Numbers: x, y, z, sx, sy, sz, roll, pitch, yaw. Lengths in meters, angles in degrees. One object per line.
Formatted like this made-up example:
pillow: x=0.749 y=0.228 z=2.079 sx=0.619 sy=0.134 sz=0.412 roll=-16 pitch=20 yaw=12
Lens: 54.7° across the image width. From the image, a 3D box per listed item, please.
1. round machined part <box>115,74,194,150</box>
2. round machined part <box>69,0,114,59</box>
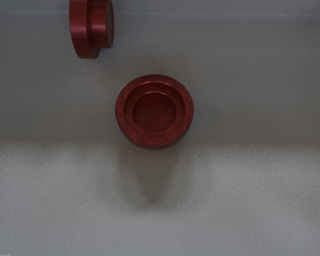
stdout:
round machined part: x=-0.007 y=-0.018 z=0.407 sx=0.099 sy=0.042 sz=0.098 roll=0 pitch=70 yaw=0
round machined part: x=-0.088 y=-0.144 z=0.423 sx=0.042 sy=0.098 sz=0.098 roll=1 pitch=70 yaw=0
